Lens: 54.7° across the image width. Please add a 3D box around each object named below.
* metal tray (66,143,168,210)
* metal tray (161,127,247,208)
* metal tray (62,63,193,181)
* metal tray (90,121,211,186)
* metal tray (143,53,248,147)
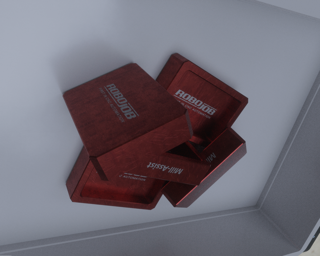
[{"bbox_3d":[-0.046,0.061,0.416,0.131,0.030,0.089,17,109,-35],"label":"metal tray"},{"bbox_3d":[0.069,0.062,0.456,0.130,0.030,0.090,-43,158,2],"label":"metal tray"},{"bbox_3d":[-0.038,-0.015,0.308,0.091,0.130,0.030,-26,128,-12],"label":"metal tray"},{"bbox_3d":[-0.013,0.023,0.371,0.131,0.090,0.030,17,110,-35],"label":"metal tray"},{"bbox_3d":[0.048,-0.030,0.413,0.131,0.030,0.090,23,106,-37],"label":"metal tray"}]
